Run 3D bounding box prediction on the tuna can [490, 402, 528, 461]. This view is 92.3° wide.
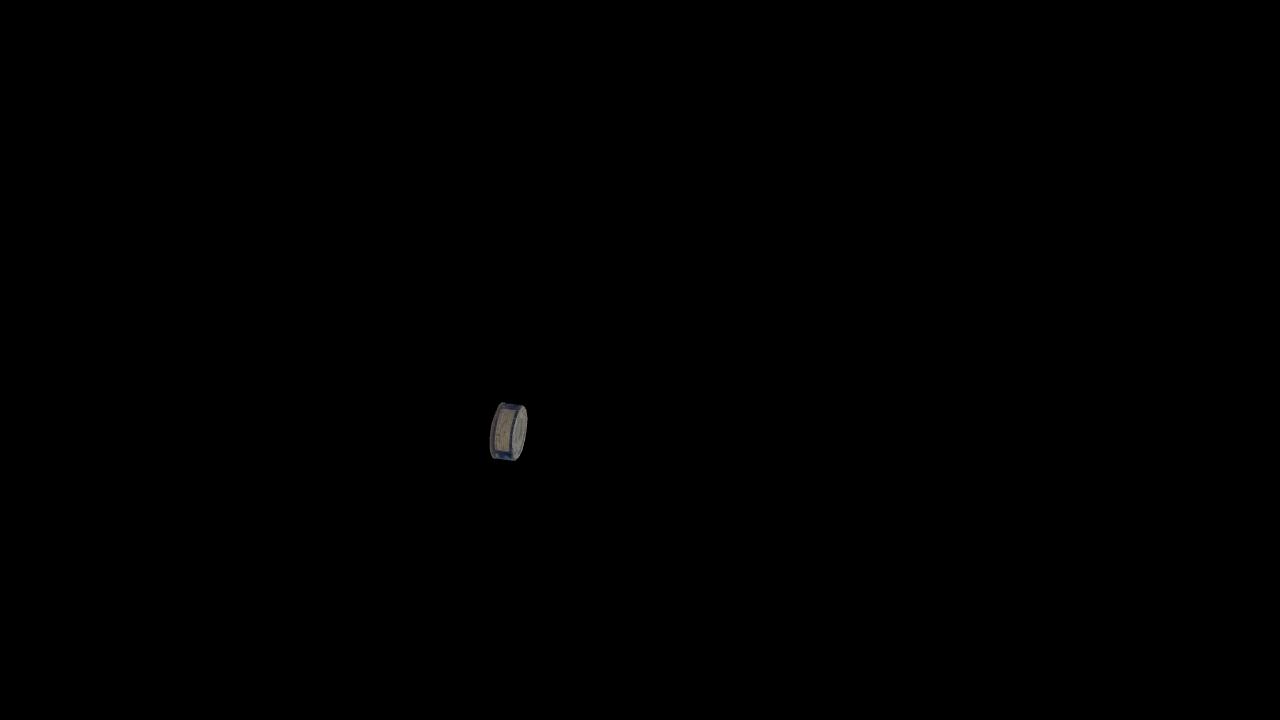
[{"bbox_3d":[-0.193,0.106,0.911,0.034,0.084,0.084,7,0,3],"label":"tuna can"}]
